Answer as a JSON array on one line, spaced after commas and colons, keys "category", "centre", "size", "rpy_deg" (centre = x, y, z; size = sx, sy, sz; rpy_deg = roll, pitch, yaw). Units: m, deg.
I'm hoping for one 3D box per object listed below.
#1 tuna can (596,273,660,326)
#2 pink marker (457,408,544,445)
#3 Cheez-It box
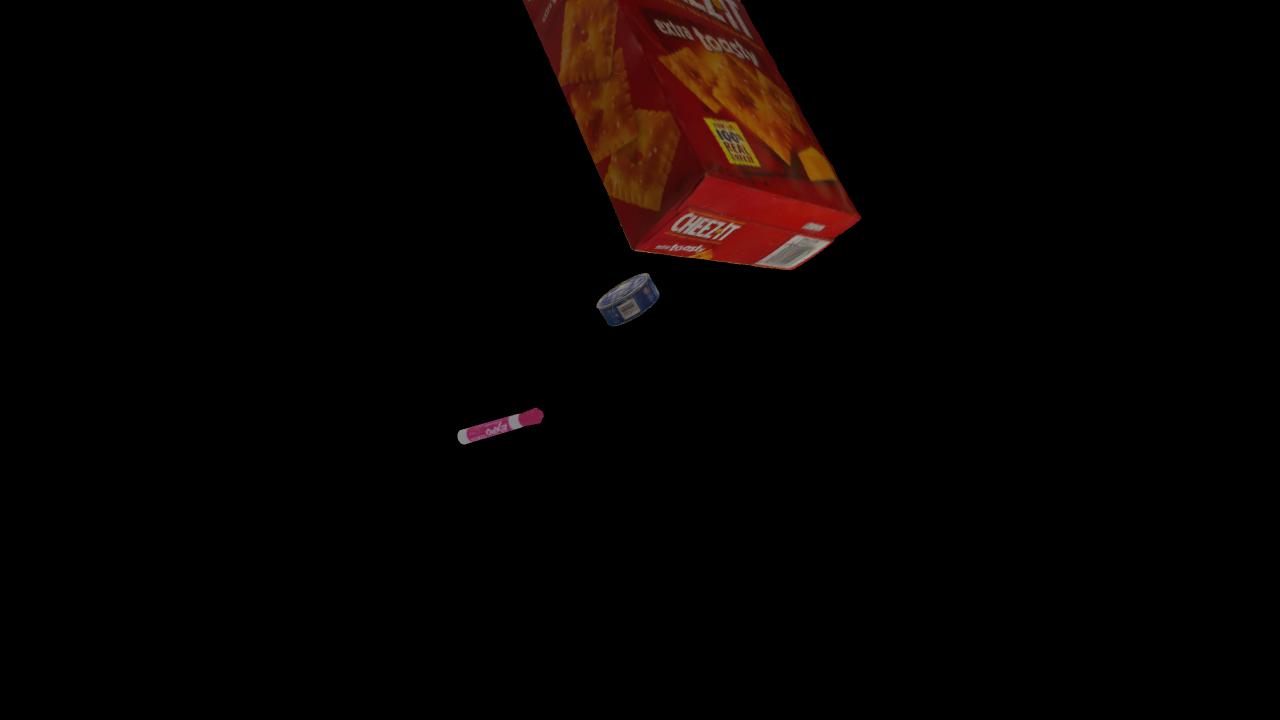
[{"category": "tuna can", "centre": [-0.016, -0.082, 0.835], "size": [0.084, 0.034, 0.084], "rpy_deg": [-29, 19, 11]}, {"category": "pink marker", "centre": [-0.166, 0.079, 0.735], "size": [0.121, 0.020, 0.020], "rpy_deg": [-17, -7, 23]}, {"category": "Cheez-It box", "centre": [0.032, -0.171, 0.398], "size": [0.166, 0.223, 0.071], "rpy_deg": [-3, -26, -44]}]
